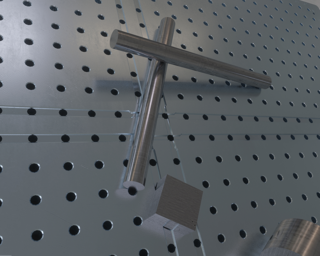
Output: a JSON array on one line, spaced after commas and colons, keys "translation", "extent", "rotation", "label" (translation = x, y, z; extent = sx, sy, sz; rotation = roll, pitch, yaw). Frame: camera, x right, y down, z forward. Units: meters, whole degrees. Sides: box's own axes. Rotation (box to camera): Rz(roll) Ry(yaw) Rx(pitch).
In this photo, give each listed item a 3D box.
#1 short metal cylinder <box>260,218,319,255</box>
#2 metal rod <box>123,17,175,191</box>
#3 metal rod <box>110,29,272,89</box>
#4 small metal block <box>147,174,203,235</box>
[{"translation": [0.168, 0.156, 0.368], "extent": [0.080, 0.080, 0.050], "rotation": [49, 51, 6], "label": "short metal cylinder"}, {"translation": [-0.008, -0.055, 0.437], "extent": [0.025, 0.025, 0.300], "rotation": [21, 54, -16], "label": "metal rod"}, {"translation": [0.067, -0.099, 0.481], "extent": [0.302, 0.025, 0.025], "rotation": [7, 58, -33], "label": "metal rod"}, {"translation": [0.019, 0.090, 0.363], "extent": [0.050, 0.025, 0.050], "rotation": [27, 52, -11], "label": "small metal block"}]
